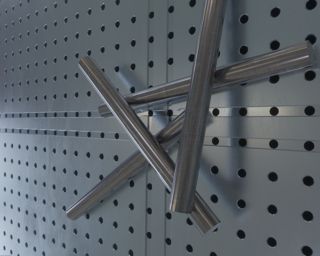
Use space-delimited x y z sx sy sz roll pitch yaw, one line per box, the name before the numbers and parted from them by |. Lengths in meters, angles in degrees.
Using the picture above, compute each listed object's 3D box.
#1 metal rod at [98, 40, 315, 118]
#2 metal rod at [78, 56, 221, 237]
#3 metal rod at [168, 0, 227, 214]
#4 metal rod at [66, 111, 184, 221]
metal rod | 0.028 -0.049 0.386 0.300 0.025 0.025 -11 83 39
metal rod | -0.028 0.005 0.399 0.300 0.025 0.025 51 120 27
metal rod | 0.047 -0.060 0.337 0.025 0.025 0.299 6 83 40
metal rod | -0.054 0.066 0.454 0.299 0.025 0.025 -40 66 32
